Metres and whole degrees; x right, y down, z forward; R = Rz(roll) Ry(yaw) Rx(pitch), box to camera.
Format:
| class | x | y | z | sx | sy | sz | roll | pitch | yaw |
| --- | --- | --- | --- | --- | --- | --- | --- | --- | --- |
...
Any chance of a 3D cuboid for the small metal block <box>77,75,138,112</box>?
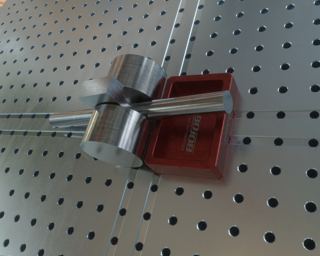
| class | x | y | z | sx | sy | sz | roll | pitch | yaw |
| --- | --- | --- | --- | --- | --- | --- | --- | --- | --- |
| small metal block | -0.065 | -0.038 | 0.389 | 0.050 | 0.050 | 0.025 | -4 | 60 | 36 |

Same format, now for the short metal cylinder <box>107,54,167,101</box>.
| class | x | y | z | sx | sy | sz | roll | pitch | yaw |
| --- | --- | --- | --- | --- | --- | --- | --- | --- | --- |
| short metal cylinder | -0.035 | -0.055 | 0.423 | 0.080 | 0.080 | 0.050 | 1 | 62 | 28 |

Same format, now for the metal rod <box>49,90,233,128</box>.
| class | x | y | z | sx | sy | sz | roll | pitch | yaw |
| --- | --- | --- | --- | --- | --- | --- | --- | --- | --- |
| metal rod | -0.049 | -0.020 | 0.416 | 0.300 | 0.025 | 0.025 | -4 | 60 | 36 |

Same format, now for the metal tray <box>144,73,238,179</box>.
| class | x | y | z | sx | sy | sz | roll | pitch | yaw |
| --- | --- | --- | --- | --- | --- | --- | --- | --- | --- |
| metal tray | 0.041 | -0.006 | 0.387 | 0.090 | 0.030 | 0.130 | 1 | 62 | 28 |

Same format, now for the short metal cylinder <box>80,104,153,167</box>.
| class | x | y | z | sx | sy | sz | roll | pitch | yaw |
| --- | --- | --- | --- | --- | --- | --- | --- | --- | --- |
| short metal cylinder | -0.054 | 0.012 | 0.393 | 0.080 | 0.080 | 0.050 | 2 | 63 | 29 |
